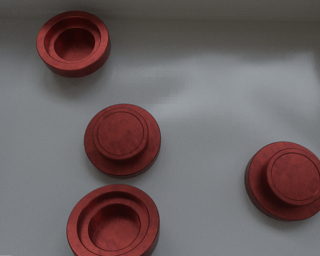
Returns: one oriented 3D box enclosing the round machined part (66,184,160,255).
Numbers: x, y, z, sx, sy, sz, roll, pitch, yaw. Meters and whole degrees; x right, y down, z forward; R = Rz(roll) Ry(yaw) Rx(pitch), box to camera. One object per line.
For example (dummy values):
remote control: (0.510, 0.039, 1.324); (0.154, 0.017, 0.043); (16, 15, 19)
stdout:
round machined part: (-0.049, 0.115, 0.345); (0.099, 0.042, 0.098); (0, 43, 0)

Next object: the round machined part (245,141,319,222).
round machined part: (0.158, 0.063, 0.379); (0.099, 0.042, 0.098); (0, 70, 0)

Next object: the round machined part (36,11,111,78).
round machined part: (-0.119, -0.114, 0.441); (0.099, 0.042, 0.098); (0, 70, 0)

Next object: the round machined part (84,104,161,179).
round machined part: (-0.048, 0.013, 0.395); (0.099, 0.042, 0.098); (0, 70, 0)
